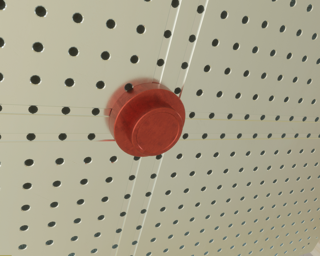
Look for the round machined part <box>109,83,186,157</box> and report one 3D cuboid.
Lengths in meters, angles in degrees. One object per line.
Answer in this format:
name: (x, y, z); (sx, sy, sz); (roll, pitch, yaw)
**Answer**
round machined part: (-0.010, -0.004, 0.392); (0.099, 0.042, 0.097); (-14, 124, -21)
